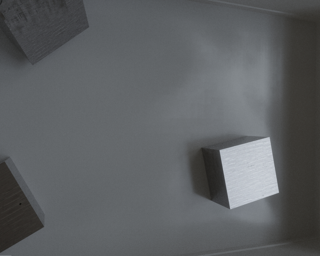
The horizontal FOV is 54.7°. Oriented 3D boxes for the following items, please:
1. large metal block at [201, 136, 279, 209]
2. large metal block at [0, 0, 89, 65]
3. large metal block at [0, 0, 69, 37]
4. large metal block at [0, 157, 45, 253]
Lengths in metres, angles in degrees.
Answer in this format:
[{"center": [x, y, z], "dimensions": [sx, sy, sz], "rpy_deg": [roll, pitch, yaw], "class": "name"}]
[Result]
[{"center": [0.113, 0.059, 0.439], "dimensions": [0.081, 0.050, 0.080], "rpy_deg": [-12, 94, -20], "class": "large metal block"}, {"center": [-0.128, -0.126, 0.326], "dimensions": [0.080, 0.080, 0.050], "rpy_deg": [-41, 79, -15], "class": "large metal block"}, {"center": [-0.123, -0.136, 0.246], "dimensions": [0.050, 0.080, 0.080], "rpy_deg": [-32, 77, -13], "class": "large metal block"}, {"center": [-0.181, 0.087, 0.330], "dimensions": [0.080, 0.050, 0.080], "rpy_deg": [-29, 100, -18], "class": "large metal block"}]
